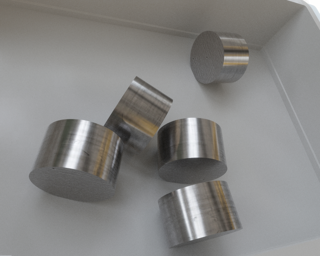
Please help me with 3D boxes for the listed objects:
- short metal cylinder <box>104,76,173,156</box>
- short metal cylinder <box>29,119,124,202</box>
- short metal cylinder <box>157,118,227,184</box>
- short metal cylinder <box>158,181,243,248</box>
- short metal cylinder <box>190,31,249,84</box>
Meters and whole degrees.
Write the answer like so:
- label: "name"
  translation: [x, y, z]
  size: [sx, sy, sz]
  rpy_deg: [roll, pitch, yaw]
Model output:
- label: "short metal cylinder"
  translation: [-0.028, -0.014, 0.365]
  size: [0.050, 0.080, 0.080]
  rpy_deg: [33, 51, -8]
- label: "short metal cylinder"
  translation: [-0.080, 0.035, 0.307]
  size: [0.081, 0.080, 0.050]
  rpy_deg: [19, 54, -18]
- label: "short metal cylinder"
  translation: [0.037, 0.030, 0.374]
  size: [0.081, 0.080, 0.050]
  rpy_deg: [12, 57, -22]
- label: "short metal cylinder"
  translation: [0.043, 0.095, 0.337]
  size: [0.081, 0.080, 0.050]
  rpy_deg: [-1, 62, -29]
- label: "short metal cylinder"
  translation: [0.092, -0.111, 0.490]
  size: [0.050, 0.080, 0.080]
  rpy_deg: [-6, 65, -31]
